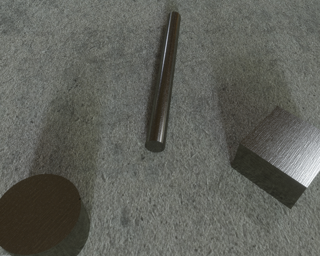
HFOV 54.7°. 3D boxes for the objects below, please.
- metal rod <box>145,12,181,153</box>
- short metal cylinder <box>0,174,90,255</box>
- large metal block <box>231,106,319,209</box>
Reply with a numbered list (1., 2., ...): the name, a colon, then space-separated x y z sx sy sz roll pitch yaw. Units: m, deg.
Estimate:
1. metal rod: 0.010 -0.091 0.479 0.025 0.025 0.300 5 50 4
2. short metal cylinder: -0.115 0.093 0.307 0.081 0.050 0.080 0 50 0
3. large metal block: 0.145 0.032 0.362 0.080 0.050 0.080 37 59 26
